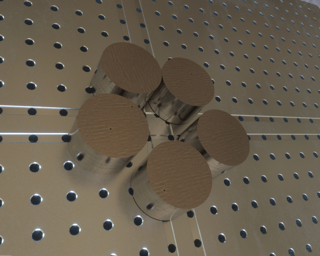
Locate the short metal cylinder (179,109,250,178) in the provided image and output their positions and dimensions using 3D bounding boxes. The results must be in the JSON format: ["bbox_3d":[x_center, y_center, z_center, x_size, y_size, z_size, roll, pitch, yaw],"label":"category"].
[{"bbox_3d":[0.072,0.022,0.416,0.081,0.050,0.080,13,57,-22],"label":"short metal cylinder"}]

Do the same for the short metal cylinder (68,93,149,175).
[{"bbox_3d":[-0.059,0.007,0.355,0.081,0.050,0.080,13,56,-21],"label":"short metal cylinder"}]

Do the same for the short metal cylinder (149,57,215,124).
[{"bbox_3d":[0.029,-0.052,0.438,0.081,0.050,0.080,13,57,-21],"label":"short metal cylinder"}]

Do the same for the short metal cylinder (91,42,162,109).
[{"bbox_3d":[-0.045,-0.065,0.407,0.081,0.050,0.080,14,56,-21],"label":"short metal cylinder"}]

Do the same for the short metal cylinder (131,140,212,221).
[{"bbox_3d":[0.013,0.061,0.360,0.081,0.050,0.080,13,56,-20],"label":"short metal cylinder"}]
